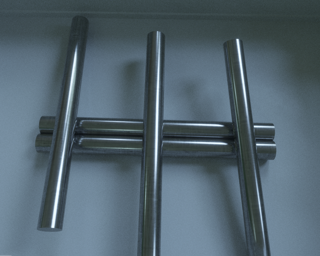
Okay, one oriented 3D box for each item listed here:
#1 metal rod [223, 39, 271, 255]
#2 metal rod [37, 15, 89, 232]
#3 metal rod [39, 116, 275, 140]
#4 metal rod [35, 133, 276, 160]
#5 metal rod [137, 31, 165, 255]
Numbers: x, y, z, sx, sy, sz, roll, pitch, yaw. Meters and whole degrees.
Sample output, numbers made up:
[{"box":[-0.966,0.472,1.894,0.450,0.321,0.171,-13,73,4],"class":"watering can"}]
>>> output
[{"box":[0.105,0.036,0.373,0.025,0.025,0.298,-4,78,-2],"class":"metal rod"},{"box":[-0.116,-0.026,0.391,0.025,0.025,0.299,-1,62,-1],"class":"metal rod"},{"box":[-0.004,0.001,0.408,0.302,0.025,0.025,2,70,0],"class":"metal rod"},{"box":[-0.005,0.024,0.400,0.302,0.025,0.025,2,70,0],"class":"metal rod"},{"box":[-0.009,0.014,0.377,0.025,0.025,0.299,1,70,0],"class":"metal rod"}]
